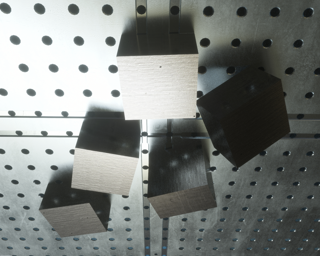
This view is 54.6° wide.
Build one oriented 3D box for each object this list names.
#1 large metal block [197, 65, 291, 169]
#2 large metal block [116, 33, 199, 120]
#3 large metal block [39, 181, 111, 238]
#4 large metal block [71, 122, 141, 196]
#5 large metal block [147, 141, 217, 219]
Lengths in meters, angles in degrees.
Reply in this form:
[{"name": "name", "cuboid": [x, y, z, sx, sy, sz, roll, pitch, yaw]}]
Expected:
[{"name": "large metal block", "cuboid": [0.099, -0.013, 0.365, 0.080, 0.050, 0.080, -33, 127, -7]}, {"name": "large metal block", "cuboid": [-0.001, -0.057, 0.347, 0.080, 0.050, 0.080, -2, 130, 1]}, {"name": "large metal block", "cuboid": [-0.134, 0.130, 0.505, 0.080, 0.050, 0.080, -10, 130, 8]}, {"name": "large metal block", "cuboid": [-0.075, 0.045, 0.433, 0.080, 0.050, 0.079, 10, 129, -9]}, {"name": "large metal block", "cuboid": [0.030, 0.072, 0.437, 0.080, 0.080, 0.050, -15, 128, 13]}]
